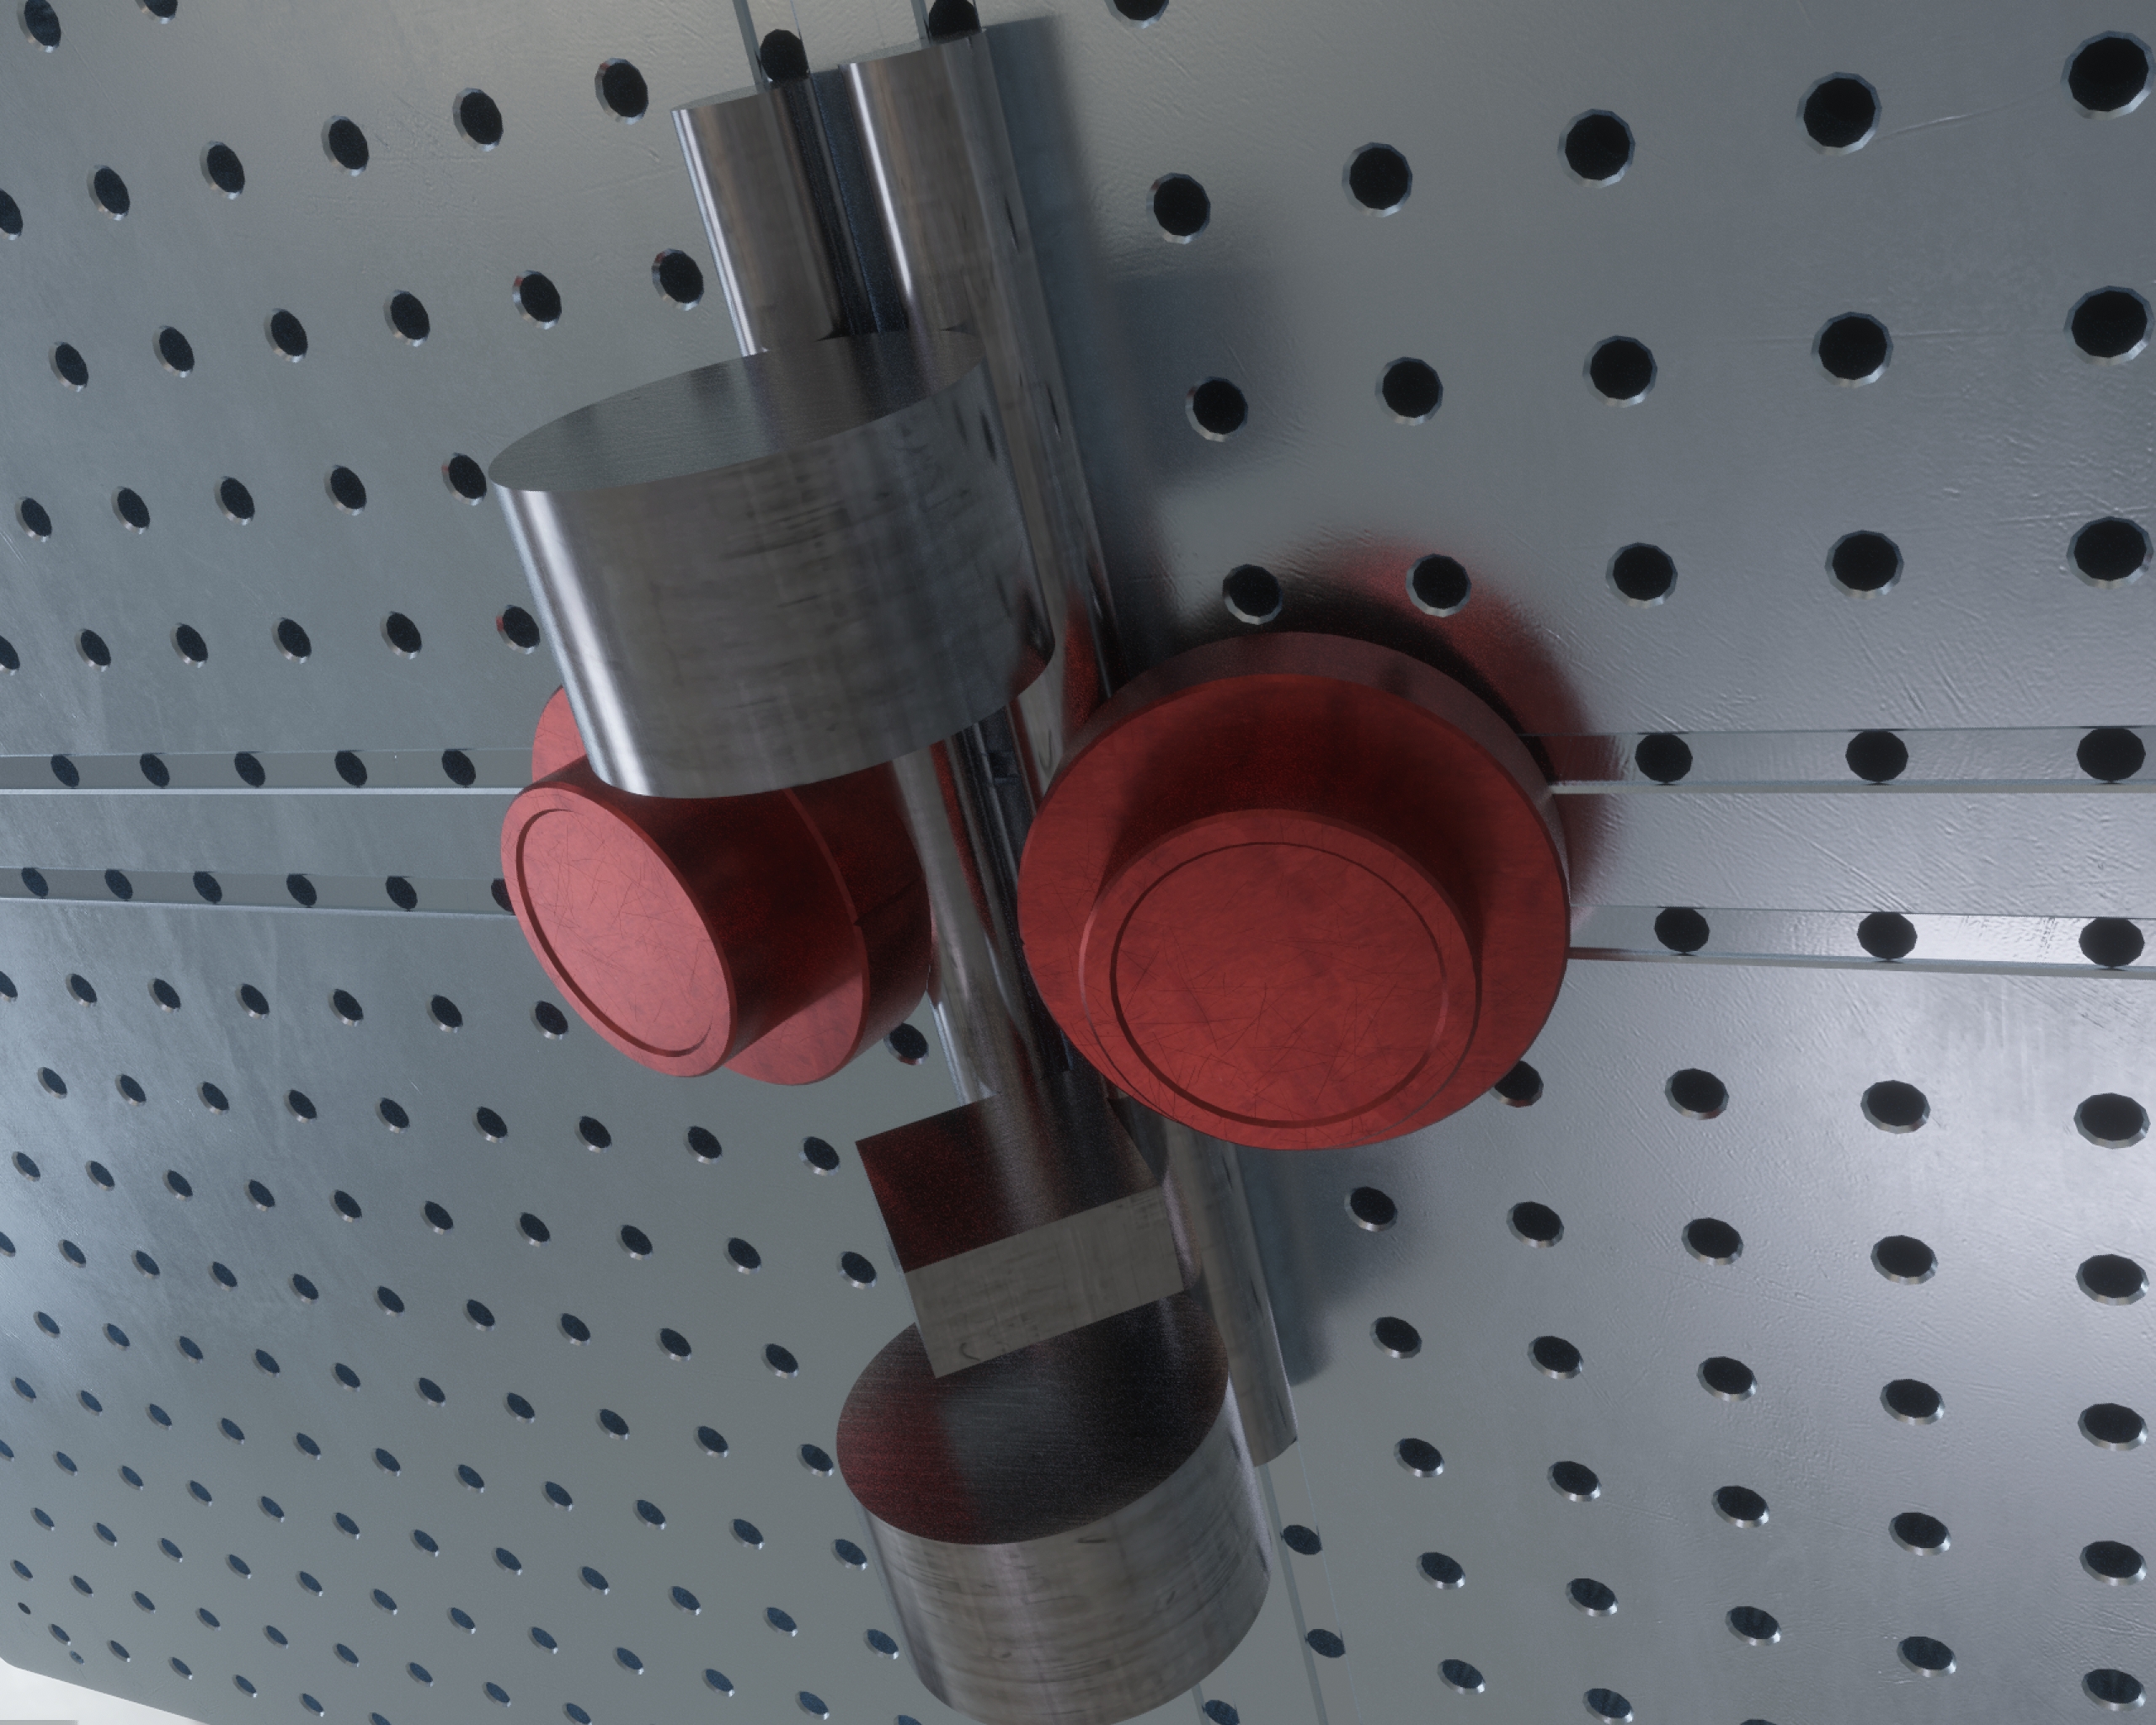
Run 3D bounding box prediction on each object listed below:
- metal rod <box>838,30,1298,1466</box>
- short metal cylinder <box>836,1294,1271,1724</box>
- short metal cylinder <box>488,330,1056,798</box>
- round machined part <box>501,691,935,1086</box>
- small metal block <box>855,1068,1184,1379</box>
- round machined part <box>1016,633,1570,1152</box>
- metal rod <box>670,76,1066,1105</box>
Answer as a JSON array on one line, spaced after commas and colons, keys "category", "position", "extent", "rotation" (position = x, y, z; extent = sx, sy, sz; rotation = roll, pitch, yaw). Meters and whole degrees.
[{"category": "metal rod", "position": [0.005, -0.003, 0.406], "extent": [0.025, 0.025, 0.298], "rotation": [1, 119, 28]}, {"category": "short metal cylinder", "position": [-0.004, 0.129, 0.430], "extent": [0.080, 0.080, 0.050], "rotation": [1, 119, 28]}, {"category": "short metal cylinder", "position": [-0.048, -0.051, 0.341], "extent": [0.080, 0.080, 0.050], "rotation": [1, 119, 28]}, {"category": "round machined part", "position": [-0.080, 0.005, 0.430], "extent": [0.098, 0.042, 0.097], "rotation": [24, 132, 30]}, {"category": "small metal block", "position": [-0.013, 0.070, 0.415], "extent": [0.050, 0.050, 0.025], "rotation": [-17, 116, -10]}, {"category": "round machined part", "position": [0.037, 0.012, 0.371], "extent": [0.098, 0.042, 0.097], "rotation": [4, 118, 9]}, {"category": "metal rod", "position": [-0.026, -0.002, 0.423], "extent": [0.025, 0.025, 0.298], "rotation": [1, 119, 28]}]
